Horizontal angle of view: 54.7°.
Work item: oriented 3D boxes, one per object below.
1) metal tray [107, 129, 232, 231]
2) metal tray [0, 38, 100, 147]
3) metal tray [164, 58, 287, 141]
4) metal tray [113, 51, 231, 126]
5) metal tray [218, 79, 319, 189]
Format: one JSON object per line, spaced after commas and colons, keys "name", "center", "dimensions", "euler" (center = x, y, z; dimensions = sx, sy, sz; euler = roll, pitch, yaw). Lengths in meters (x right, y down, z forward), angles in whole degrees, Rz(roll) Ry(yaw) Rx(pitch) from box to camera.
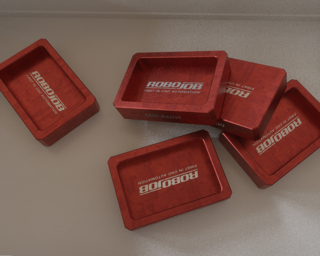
{"name": "metal tray", "center": [0.011, 0.063, 0.383], "dimensions": [0.131, 0.030, 0.090], "euler": [-16, 71, -6]}
{"name": "metal tray", "center": [-0.157, -0.051, 0.424], "dimensions": [0.090, 0.030, 0.130], "euler": [-38, 75, -13]}
{"name": "metal tray", "center": [0.082, -0.046, 0.399], "dimensions": [0.130, 0.030, 0.090], "euler": [21, 70, 31]}
{"name": "metal tray", "center": [0.015, -0.053, 0.392], "dimensions": [0.130, 0.030, 0.090], "euler": [5, 62, 25]}
{"name": "metal tray", "center": [0.155, 0.006, 0.405], "dimensions": [0.131, 0.030, 0.090], "euler": [-34, 74, -12]}
